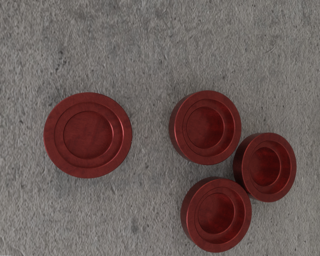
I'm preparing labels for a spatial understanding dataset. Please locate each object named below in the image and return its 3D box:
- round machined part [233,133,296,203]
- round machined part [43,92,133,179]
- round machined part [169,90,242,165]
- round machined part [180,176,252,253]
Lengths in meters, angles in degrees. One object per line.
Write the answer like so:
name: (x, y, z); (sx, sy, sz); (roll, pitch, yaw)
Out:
round machined part: (0.146, 0.056, 0.452); (0.099, 0.042, 0.097); (1, 87, -23)
round machined part: (-0.086, 0.008, 0.368); (0.099, 0.042, 0.097); (0, 90, -20)
round machined part: (0.057, 0.000, 0.421); (0.099, 0.042, 0.097); (0, 90, -20)
round machined part: (0.073, 0.115, 0.427); (0.099, 0.042, 0.097); (0, 90, -20)
